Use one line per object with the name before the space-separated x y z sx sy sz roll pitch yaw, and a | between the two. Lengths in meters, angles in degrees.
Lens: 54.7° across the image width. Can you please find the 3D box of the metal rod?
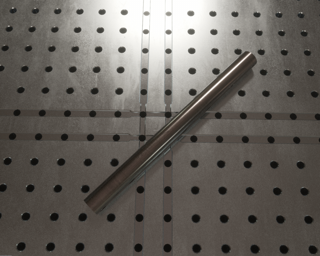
metal rod | 0.023 -0.003 0.412 0.301 0.025 0.025 -43 76 -14
